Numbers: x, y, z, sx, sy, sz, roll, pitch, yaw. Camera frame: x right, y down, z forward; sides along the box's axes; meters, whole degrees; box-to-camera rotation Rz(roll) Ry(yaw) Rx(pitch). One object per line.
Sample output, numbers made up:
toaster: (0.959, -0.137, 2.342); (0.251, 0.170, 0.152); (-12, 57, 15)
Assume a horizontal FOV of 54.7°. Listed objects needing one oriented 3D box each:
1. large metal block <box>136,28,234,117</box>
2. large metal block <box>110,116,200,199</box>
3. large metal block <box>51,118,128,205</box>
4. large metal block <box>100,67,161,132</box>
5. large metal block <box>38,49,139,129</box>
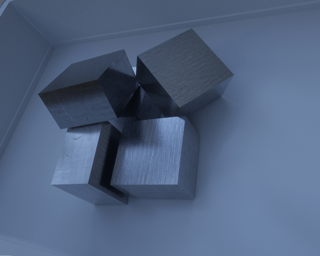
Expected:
large metal block: (0.027, -0.062, 0.378); (0.080, 0.050, 0.080); (-32, 73, -19)
large metal block: (-0.003, 0.036, 0.363); (0.080, 0.050, 0.080); (-5, 59, 25)
large metal block: (-0.076, 0.044, 0.380); (0.050, 0.080, 0.080); (-6, 59, 25)
large metal block: (-0.044, -0.037, 0.432); (0.080, 0.050, 0.080); (-1, 61, 27)
large metal block: (-0.081, -0.047, 0.374); (0.080, 0.050, 0.080); (-9, 33, 23)
